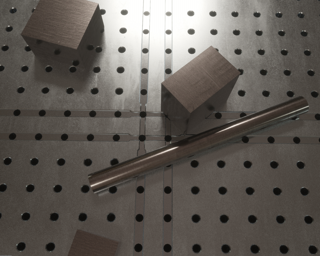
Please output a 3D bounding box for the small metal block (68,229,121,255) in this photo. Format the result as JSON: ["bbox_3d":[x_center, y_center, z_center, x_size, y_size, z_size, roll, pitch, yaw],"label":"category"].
[{"bbox_3d":[-0.078,0.149,0.356,0.050,0.025,0.050,15,71,5],"label":"small metal block"}]

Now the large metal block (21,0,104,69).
[{"bbox_3d":[-0.137,-0.142,0.449,0.080,0.050,0.080,16,71,5],"label":"large metal block"}]

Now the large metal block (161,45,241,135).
[{"bbox_3d":[0.048,-0.045,0.400,0.080,0.080,0.050,-39,75,-13],"label":"large metal block"}]

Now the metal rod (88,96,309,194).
[{"bbox_3d":[0.055,0.019,0.405,0.302,0.025,0.025,-20,72,-8],"label":"metal rod"}]
